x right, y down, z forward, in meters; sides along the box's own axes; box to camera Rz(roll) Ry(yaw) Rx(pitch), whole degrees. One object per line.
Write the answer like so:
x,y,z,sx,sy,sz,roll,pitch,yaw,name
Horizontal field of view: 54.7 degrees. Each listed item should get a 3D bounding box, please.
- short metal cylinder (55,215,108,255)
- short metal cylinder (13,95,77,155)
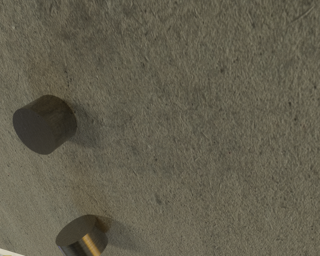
-0.145,0.208,0.576,0.080,0.080,0.050,-13,112,33,short metal cylinder
-0.178,-0.005,0.481,0.080,0.050,0.079,13,124,21,short metal cylinder
